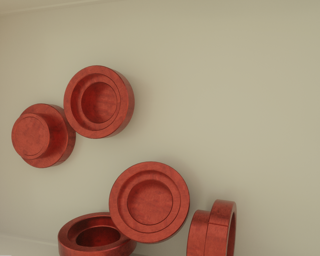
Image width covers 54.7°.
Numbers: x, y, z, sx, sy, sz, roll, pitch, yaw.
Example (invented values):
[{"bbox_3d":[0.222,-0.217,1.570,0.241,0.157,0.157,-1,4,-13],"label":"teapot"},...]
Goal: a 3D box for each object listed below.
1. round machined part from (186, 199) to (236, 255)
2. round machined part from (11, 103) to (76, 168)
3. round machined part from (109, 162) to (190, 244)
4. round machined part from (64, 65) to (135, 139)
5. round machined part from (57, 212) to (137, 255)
[{"bbox_3d":[0.059,0.130,0.351,0.042,0.098,0.097,4,91,20],"label":"round machined part"},{"bbox_3d":[-0.180,0.012,0.463,0.098,0.042,0.097,0,90,19],"label":"round machined part"},{"bbox_3d":[-0.011,0.095,0.391,0.099,0.042,0.098,-2,65,5],"label":"round machined part"},{"bbox_3d":[-0.079,-0.034,0.428,0.098,0.042,0.097,0,90,19],"label":"round machined part"},{"bbox_3d":[-0.079,0.150,0.400,0.098,0.098,0.042,4,102,19],"label":"round machined part"}]
